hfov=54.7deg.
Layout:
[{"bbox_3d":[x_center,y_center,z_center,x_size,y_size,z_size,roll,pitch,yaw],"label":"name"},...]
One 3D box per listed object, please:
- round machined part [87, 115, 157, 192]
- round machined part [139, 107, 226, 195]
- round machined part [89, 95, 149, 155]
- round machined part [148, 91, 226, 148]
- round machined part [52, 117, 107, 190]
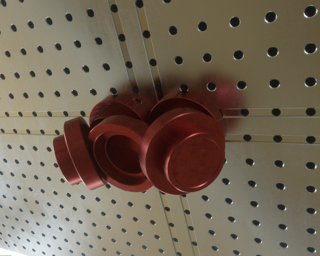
[{"bbox_3d":[-0.037,0.027,0.379,0.098,0.042,0.097,13,124,20],"label":"round machined part"},{"bbox_3d":[0.031,0.030,0.336,0.042,0.099,0.097,37,145,59],"label":"round machined part"},{"bbox_3d":[-0.058,0.006,0.432,0.098,0.042,0.097,13,124,20],"label":"round machined part"},{"bbox_3d":[0.029,0.006,0.387,0.098,0.042,0.097,13,124,20],"label":"round machined part"},{"bbox_3d":[-0.108,0.037,0.412,0.042,0.098,0.097,-21,112,-4],"label":"round machined part"}]
